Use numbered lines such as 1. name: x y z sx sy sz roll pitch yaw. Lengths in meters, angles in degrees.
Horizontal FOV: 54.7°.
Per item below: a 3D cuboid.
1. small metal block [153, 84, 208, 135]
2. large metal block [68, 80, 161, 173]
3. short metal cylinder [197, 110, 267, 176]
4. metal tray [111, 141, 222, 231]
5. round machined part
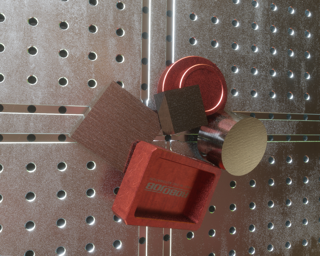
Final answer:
1. small metal block: 0.025 -0.022 0.373 0.050 0.025 0.050 -15 92 -31
2. large metal block: -0.053 0.001 0.380 0.080 0.050 0.080 37 78 -16
3. short metal cylinder: 0.099 0.019 0.424 0.081 0.050 0.079 -9 109 -29
4. metal tray: 0.014 0.076 0.385 0.131 0.030 0.090 21 90 -41
5. round machined part: 0.050 -0.050 0.422 0.099 0.042 0.097 0 90 -20
